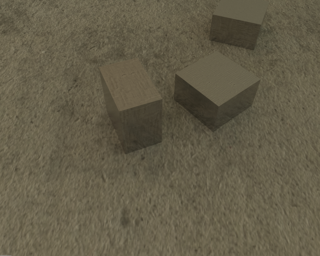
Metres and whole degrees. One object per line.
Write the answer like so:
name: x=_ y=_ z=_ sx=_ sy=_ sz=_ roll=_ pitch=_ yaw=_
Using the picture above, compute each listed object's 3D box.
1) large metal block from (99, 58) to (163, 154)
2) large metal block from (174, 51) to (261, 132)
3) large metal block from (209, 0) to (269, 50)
large metal block: x=-0.036 y=-0.028 z=0.390 sx=0.050 sy=0.080 sz=0.080 roll=-18 pitch=53 yaw=-15
large metal block: x=0.077 y=-0.053 z=0.433 sx=0.081 sy=0.050 sz=0.080 roll=-32 pitch=57 yaw=-24
large metal block: x=0.140 y=-0.190 z=0.548 sx=0.080 sy=0.050 sz=0.080 roll=17 pitch=52 yaw=14
